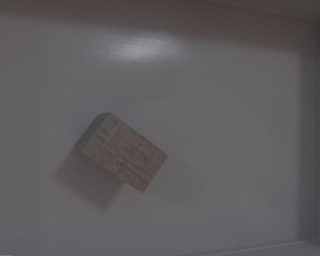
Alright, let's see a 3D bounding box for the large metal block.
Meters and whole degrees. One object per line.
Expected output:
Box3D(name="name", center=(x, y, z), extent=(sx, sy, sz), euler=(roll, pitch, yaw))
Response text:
Box3D(name="large metal block", center=(-0.049, 0.027, 0.363), extent=(0.080, 0.080, 0.050), euler=(38, 78, -16))
